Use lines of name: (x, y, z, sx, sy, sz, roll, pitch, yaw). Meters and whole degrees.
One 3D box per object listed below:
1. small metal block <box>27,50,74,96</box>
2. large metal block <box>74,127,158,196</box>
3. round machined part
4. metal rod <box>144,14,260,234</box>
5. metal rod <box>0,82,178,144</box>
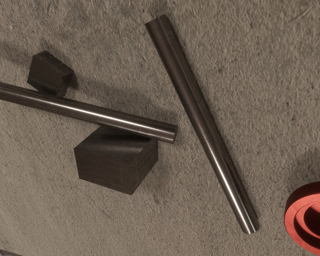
small metal block: (-0.157, -0.073, 0.442, 0.050, 0.025, 0.050, 37, 129, 3)
large metal block: (-0.056, 0.036, 0.422, 0.080, 0.080, 0.050, 13, 124, 20)
round machined part: (0.196, 0.099, 0.354, 0.098, 0.042, 0.097, 13, 124, 20)
metal rod: (0.059, 0.009, 0.380, 0.025, 0.025, 0.299, -15, 111, 34)
metal rod: (-0.124, -0.027, 0.426, 0.301, 0.025, 0.025, 14, 125, 10)
